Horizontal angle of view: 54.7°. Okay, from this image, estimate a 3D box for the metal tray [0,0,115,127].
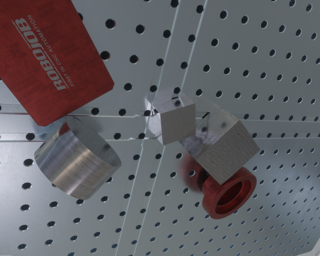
[{"bbox_3d":[-0.113,-0.074,0.300,0.090,0.030,0.130,-31,129,-8],"label":"metal tray"}]

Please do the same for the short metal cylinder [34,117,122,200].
[{"bbox_3d":[-0.090,0.033,0.347,0.050,0.080,0.080,-46,129,4],"label":"short metal cylinder"}]

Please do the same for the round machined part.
[{"bbox_3d":[0.109,0.102,0.516,0.099,0.042,0.097,-21,135,-23],"label":"round machined part"}]

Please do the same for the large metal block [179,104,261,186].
[{"bbox_3d":[0.089,0.026,0.460,0.080,0.050,0.080,-43,129,2],"label":"large metal block"}]

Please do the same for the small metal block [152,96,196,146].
[{"bbox_3d":[0.020,-0.010,0.415,0.050,0.025,0.050,-18,126,-18],"label":"small metal block"}]
